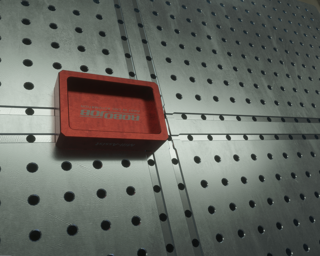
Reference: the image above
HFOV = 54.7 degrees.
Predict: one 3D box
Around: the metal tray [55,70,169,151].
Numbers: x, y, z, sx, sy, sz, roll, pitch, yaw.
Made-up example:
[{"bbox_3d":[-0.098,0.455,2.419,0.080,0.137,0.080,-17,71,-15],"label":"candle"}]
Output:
[{"bbox_3d":[-0.060,-0.020,0.385,0.131,0.030,0.090,4,60,-27],"label":"metal tray"}]
